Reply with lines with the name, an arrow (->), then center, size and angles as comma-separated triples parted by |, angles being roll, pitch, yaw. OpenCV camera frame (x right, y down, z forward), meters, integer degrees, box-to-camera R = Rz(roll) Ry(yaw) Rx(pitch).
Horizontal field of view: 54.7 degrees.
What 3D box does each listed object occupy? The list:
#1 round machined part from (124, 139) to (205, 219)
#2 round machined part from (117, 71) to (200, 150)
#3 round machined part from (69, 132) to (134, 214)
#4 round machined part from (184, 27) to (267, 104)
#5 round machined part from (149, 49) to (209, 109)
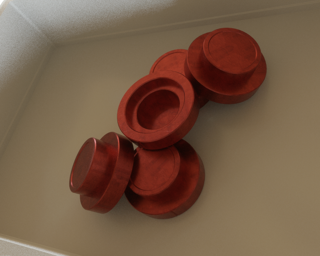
round machined part -> -0.001, 0.052, 0.360 | 0.098, 0.042, 0.098 | -13, 56, 20
round machined part -> 0.001, -0.018, 0.374 | 0.098, 0.042, 0.098 | -13, 56, 20
round machined part -> -0.075, 0.050, 0.373 | 0.098, 0.042, 0.098 | -39, 38, 40
round machined part -> 0.081, -0.081, 0.372 | 0.099, 0.042, 0.098 | 3, 63, -5
round machined part -> 0.024, -0.068, 0.420 | 0.098, 0.042, 0.098 | -13, 56, 20
